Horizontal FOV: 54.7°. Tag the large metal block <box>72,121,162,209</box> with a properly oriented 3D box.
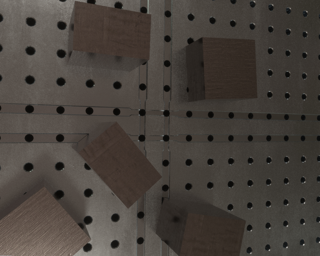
[{"bbox_3d":[-0.054,0.039,0.364,0.050,0.080,0.080,-42,104,-15],"label":"large metal block"}]

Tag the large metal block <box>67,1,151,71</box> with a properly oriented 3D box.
[{"bbox_3d":[-0.062,-0.101,0.361,0.081,0.080,0.050,3,89,-20],"label":"large metal block"}]

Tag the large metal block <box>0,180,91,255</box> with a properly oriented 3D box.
[{"bbox_3d":[-0.138,0.117,0.349,0.080,0.050,0.080,-39,103,-16],"label":"large metal block"}]

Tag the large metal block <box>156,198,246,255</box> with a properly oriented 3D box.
[{"bbox_3d":[0.050,0.130,0.403,0.081,0.080,0.050,13,86,-20],"label":"large metal block"}]

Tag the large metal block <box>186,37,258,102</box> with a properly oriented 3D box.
[{"bbox_3d":[0.085,-0.079,0.432,0.081,0.050,0.079,-3,91,-20],"label":"large metal block"}]
